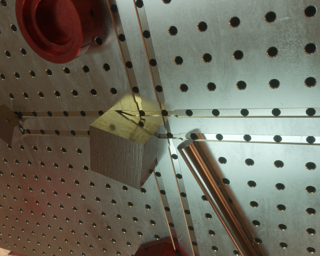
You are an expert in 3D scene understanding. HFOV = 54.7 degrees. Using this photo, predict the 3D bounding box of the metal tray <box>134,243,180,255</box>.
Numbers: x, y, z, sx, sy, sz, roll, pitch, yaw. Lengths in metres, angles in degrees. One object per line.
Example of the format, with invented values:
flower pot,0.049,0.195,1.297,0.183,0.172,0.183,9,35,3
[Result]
metal tray,0.017,0.275,0.566,0.090,0.030,0.130,-32,101,38

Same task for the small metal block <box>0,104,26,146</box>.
small metal block,-0.271,-0.005,0.548,0.050,0.025,0.050,35,129,4

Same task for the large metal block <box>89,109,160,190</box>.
large metal block,-0.050,0.029,0.438,0.080,0.050,0.079,19,126,16

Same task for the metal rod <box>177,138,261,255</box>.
metal rod,0.108,0.145,0.443,0.025,0.025,0.299,-20,108,35

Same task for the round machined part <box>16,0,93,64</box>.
round machined part,-0.124,-0.133,0.381,0.098,0.042,0.097,13,124,20
